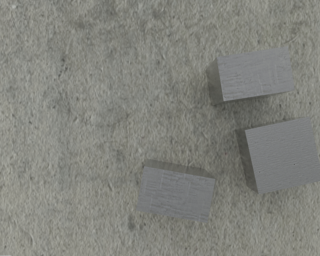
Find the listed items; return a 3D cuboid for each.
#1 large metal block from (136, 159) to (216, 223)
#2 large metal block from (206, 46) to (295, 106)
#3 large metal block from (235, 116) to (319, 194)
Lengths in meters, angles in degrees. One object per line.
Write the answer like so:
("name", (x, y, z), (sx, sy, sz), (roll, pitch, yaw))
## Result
("large metal block", (0.017, 0.074, 0.383), (0.080, 0.080, 0.050), (10, 90, -1))
("large metal block", (0.106, -0.061, 0.384), (0.081, 0.080, 0.050), (-9, 90, 0))
("large metal block", (0.150, 0.033, 0.400), (0.080, 0.050, 0.080), (-12, 90, -1))
